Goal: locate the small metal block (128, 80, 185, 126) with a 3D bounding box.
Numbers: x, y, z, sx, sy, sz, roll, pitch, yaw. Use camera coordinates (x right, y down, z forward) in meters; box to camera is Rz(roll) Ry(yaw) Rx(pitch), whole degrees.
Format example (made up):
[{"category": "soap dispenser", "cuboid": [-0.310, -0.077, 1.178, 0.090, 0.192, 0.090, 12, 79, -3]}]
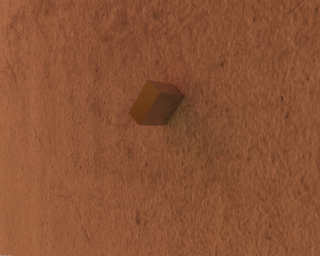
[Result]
[{"category": "small metal block", "cuboid": [-0.004, -0.030, 0.390, 0.025, 0.050, 0.050, 47, 118, 29]}]
